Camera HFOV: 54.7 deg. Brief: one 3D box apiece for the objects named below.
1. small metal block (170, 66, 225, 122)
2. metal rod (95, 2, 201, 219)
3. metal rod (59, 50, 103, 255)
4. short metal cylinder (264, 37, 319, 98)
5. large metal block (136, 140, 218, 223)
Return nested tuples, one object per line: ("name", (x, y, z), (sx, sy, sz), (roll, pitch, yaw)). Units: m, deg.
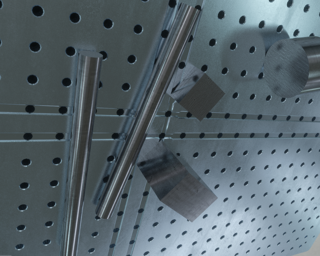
("small metal block", (0.051, -0.045, 0.413), (0.050, 0.025, 0.050), (-49, 129, 6))
("metal rod", (-0.023, -0.007, 0.395), (0.025, 0.025, 0.298), (11, 113, -34))
("metal rod", (-0.103, 0.053, 0.388), (0.025, 0.025, 0.298), (-2, 119, -28))
("short metal cylinder", (0.192, -0.085, 0.431), (0.050, 0.080, 0.079), (-12, 124, -22))
("large metal block", (0.023, 0.074, 0.436), (0.050, 0.080, 0.080), (-44, 130, 2))
